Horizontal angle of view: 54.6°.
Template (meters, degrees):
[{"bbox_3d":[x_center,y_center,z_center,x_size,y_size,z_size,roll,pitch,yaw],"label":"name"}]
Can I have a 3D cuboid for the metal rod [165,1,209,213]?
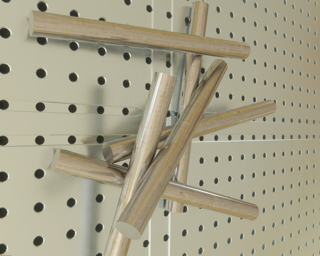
[{"bbox_3d":[0.039,-0.034,0.440,0.025,0.025,0.299,13,82,-39],"label":"metal rod"}]

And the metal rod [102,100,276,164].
[{"bbox_3d":[0.062,-0.003,0.425,0.302,0.025,0.025,-15,100,-35],"label":"metal rod"}]

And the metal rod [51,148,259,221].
[{"bbox_3d":[0.015,0.079,0.392,0.302,0.025,0.025,21,77,-29],"label":"metal rod"}]

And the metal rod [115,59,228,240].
[{"bbox_3d":[0.032,-0.003,0.372,0.025,0.025,0.301,58,41,-24],"label":"metal rod"}]

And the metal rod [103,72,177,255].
[{"bbox_3d":[-0.034,0.087,0.338,0.025,0.025,0.299,13,94,-39],"label":"metal rod"}]

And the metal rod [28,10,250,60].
[{"bbox_3d":[0.000,-0.109,0.385,0.302,0.025,0.025,-3,92,-33],"label":"metal rod"}]
